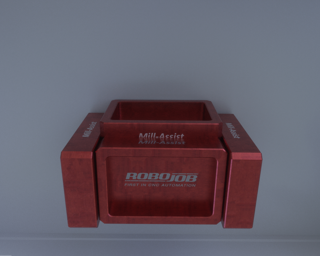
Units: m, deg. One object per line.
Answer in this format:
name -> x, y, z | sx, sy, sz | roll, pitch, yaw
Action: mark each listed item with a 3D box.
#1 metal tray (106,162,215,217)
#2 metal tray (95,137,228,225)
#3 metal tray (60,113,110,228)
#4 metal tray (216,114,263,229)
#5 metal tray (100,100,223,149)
metal tray -> 0.001, 0.076, 0.401 | 0.131, 0.090, 0.030 | 0, 110, 0
metal tray -> 0.001, 0.057, 0.331 | 0.131, 0.030, 0.089 | 1, 110, -1
metal tray -> -0.080, 0.043, 0.369 | 0.030, 0.130, 0.089 | 1, 111, 0
metal tray -> 0.082, 0.044, 0.370 | 0.030, 0.130, 0.089 | 1, 111, 0
metal tray -> 0.002, -0.007, 0.371 | 0.131, 0.090, 0.030 | 0, 111, 0
